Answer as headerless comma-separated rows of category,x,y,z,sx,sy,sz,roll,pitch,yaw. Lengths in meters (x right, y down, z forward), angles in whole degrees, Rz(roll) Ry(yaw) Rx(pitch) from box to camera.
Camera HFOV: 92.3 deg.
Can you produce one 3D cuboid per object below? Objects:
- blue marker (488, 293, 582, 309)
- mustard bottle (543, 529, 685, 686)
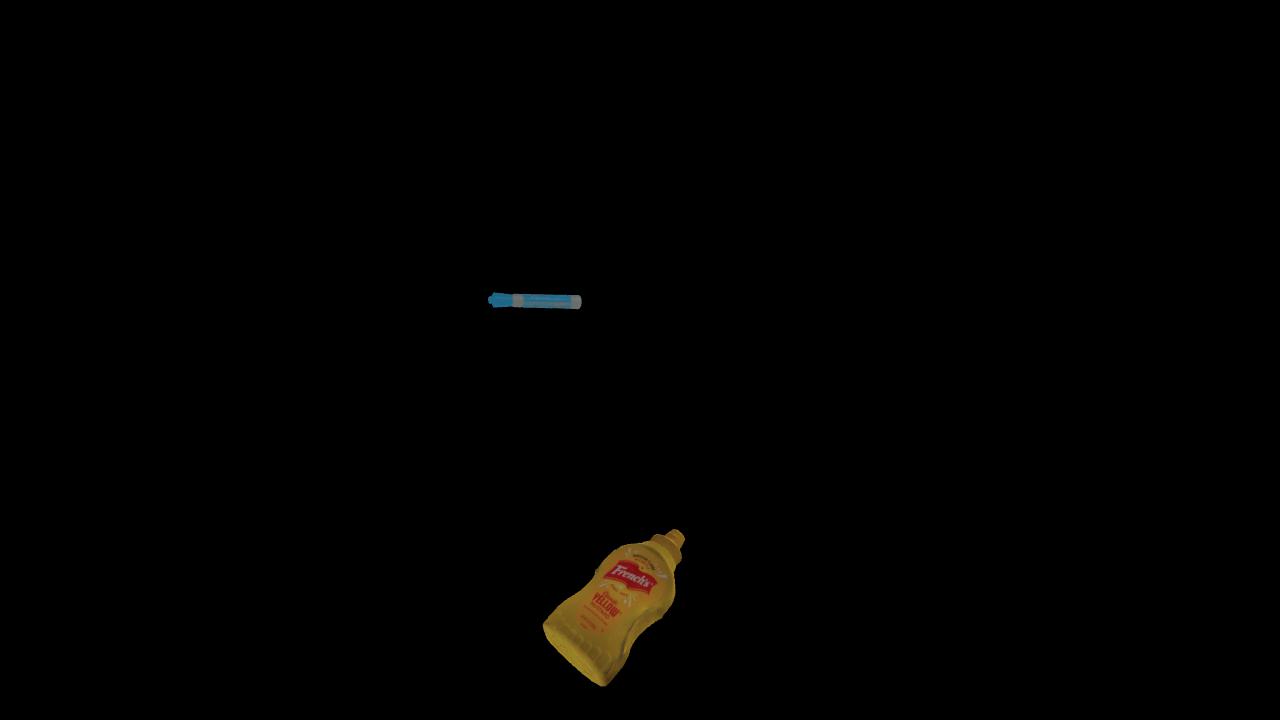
blue marker,-0.134,-0.076,0.789,0.121,0.020,0.020,-2,1,-29
mustard bottle,-0.011,0.252,0.672,0.092,0.054,0.184,21,45,35
